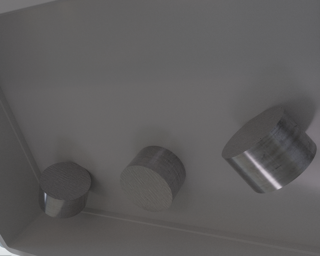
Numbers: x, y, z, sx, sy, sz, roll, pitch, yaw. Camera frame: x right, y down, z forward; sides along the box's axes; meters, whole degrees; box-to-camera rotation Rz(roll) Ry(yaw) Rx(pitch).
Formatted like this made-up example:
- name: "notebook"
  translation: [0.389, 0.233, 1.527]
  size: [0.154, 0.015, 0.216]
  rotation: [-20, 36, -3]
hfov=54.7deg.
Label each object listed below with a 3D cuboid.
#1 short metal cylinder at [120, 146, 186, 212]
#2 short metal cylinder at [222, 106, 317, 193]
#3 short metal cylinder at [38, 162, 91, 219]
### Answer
- name: "short metal cylinder"
  translation: [-0.010, 0.072, 0.442]
  size: [0.080, 0.050, 0.079]
  rotation: [13, 124, 21]
- name: "short metal cylinder"
  translation: [0.113, 0.022, 0.327]
  size: [0.050, 0.080, 0.080]
  rotation: [47, 129, -5]
- name: "short metal cylinder"
  translation: [-0.161, 0.104, 0.522]
  size: [0.080, 0.080, 0.050]
  rotation: [28, 128, 10]
